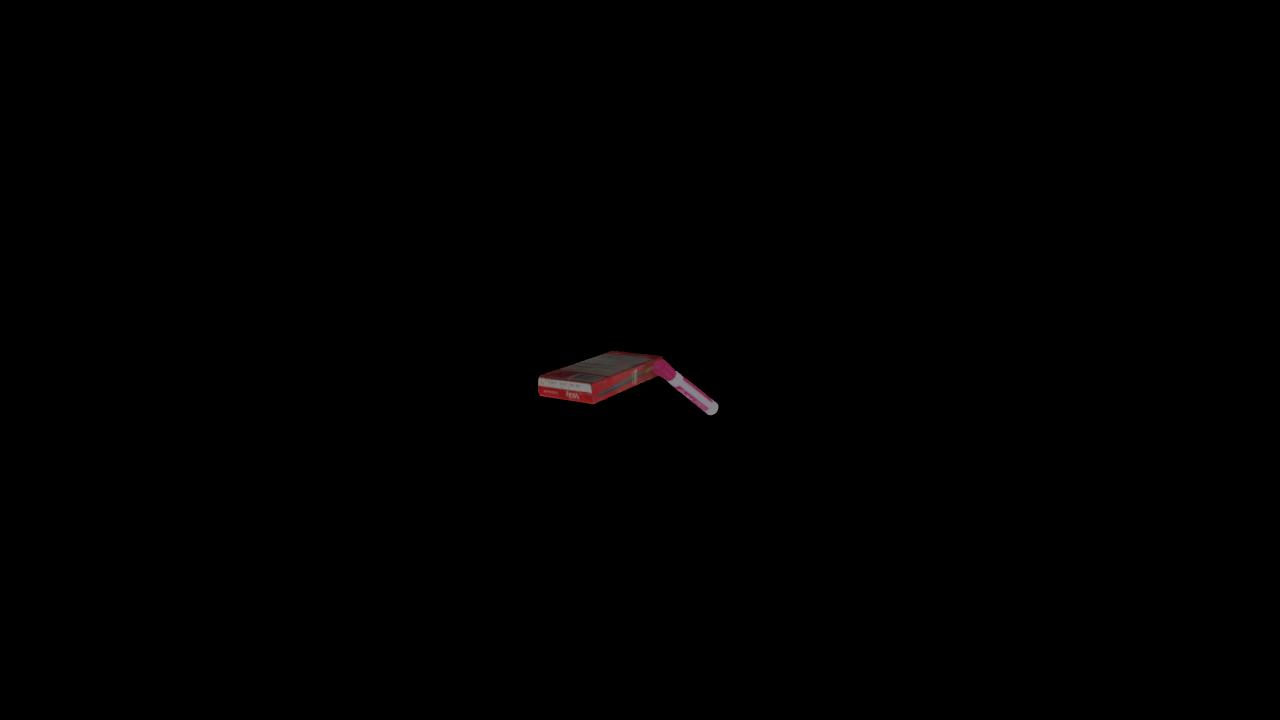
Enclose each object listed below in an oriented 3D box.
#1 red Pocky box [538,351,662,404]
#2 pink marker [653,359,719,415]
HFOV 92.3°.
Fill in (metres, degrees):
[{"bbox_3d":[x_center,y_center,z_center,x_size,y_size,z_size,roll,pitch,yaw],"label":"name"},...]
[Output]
[{"bbox_3d":[-0.044,0.019,0.761,0.083,0.028,0.155,6,15,33],"label":"red Pocky box"},{"bbox_3d":[0.055,0.033,0.740,0.020,0.020,0.121,0,-29,43],"label":"pink marker"}]
